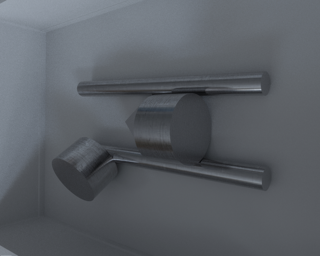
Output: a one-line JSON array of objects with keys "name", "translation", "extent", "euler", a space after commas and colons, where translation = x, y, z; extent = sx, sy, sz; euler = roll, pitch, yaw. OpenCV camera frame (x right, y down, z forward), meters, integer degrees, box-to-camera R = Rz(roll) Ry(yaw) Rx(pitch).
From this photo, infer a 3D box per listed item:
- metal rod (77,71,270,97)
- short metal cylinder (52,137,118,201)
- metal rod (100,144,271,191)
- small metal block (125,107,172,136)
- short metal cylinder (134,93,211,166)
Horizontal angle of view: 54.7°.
[{"name": "metal rod", "translation": [-0.009, -0.054, 0.409], "extent": [0.300, 0.025, 0.025], "euler": [5, 93, 39]}, {"name": "short metal cylinder", "translation": [-0.110, 0.060, 0.454], "extent": [0.080, 0.050, 0.079], "euler": [24, 137, 24]}, {"name": "metal rod", "translation": [-0.008, 0.043, 0.409], "extent": [0.300, 0.025, 0.025], "euler": [4, 93, 39]}, {"name": "small metal block", "translation": [-0.013, -0.004, 0.413], "extent": [0.050, 0.025, 0.050], "euler": [-45, 63, 30]}, {"name": "short metal cylinder", "translation": [0.016, 0.001, 0.354], "extent": [0.050, 0.081, 0.079], "euler": [2, 92, 40]}]
